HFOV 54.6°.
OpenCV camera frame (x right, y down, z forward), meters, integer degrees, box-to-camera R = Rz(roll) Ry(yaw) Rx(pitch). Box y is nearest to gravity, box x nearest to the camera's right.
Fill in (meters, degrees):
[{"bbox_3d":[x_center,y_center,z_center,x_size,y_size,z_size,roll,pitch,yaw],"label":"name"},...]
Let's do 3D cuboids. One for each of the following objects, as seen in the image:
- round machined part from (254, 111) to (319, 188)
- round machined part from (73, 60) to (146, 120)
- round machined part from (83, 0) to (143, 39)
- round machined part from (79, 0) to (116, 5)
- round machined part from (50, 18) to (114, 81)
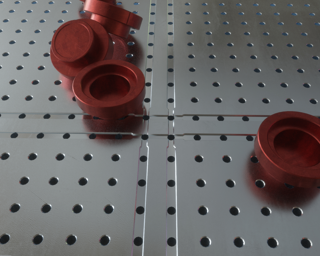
[{"bbox_3d":[0.163,0.029,0.373,0.099,0.042,0.098,0,50,0],"label":"round machined part"},{"bbox_3d":[-0.069,-0.050,0.438,0.099,0.042,0.098,0,50,0],"label":"round machined part"},{"bbox_3d":[-0.082,-0.183,0.529,0.098,0.042,0.098,18,13,-4],"label":"round machined part"},{"bbox_3d":[-0.126,-0.277,0.629,0.099,0.042,0.098,0,50,0],"label":"round machined part"},{"bbox_3d":[-0.124,-0.124,0.474,0.098,0.042,0.098,-3,77,12],"label":"round machined part"}]
